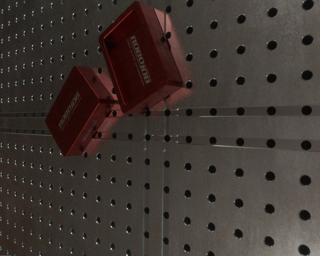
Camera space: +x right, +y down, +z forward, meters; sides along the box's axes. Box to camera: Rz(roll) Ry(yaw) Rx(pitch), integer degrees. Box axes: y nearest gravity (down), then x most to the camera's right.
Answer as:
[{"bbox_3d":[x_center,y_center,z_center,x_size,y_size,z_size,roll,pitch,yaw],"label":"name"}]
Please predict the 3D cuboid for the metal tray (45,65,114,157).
[{"bbox_3d":[-0.138,-0.026,0.517,0.090,0.030,0.129,52,120,27],"label":"metal tray"}]

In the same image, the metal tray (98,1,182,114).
[{"bbox_3d":[-0.031,-0.095,0.429,0.090,0.030,0.129,-31,71,35],"label":"metal tray"}]
